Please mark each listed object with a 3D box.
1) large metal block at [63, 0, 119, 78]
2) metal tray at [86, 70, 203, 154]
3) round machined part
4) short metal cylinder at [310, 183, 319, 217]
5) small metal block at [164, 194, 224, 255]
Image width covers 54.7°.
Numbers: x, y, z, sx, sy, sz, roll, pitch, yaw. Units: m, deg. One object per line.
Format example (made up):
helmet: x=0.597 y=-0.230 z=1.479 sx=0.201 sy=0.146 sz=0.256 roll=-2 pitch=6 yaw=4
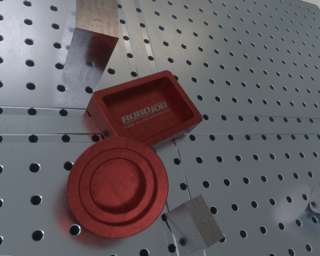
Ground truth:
large metal block: x=-0.091 y=-0.124 z=0.399 sx=0.050 sy=0.080 sz=0.080 roll=8 pitch=59 yaw=-24
metal tray: x=-0.017 y=-0.020 z=0.407 sx=0.131 sy=0.030 sz=0.090 roll=-25 pitch=75 yaw=-37
round machined part: x=-0.044 y=0.059 z=0.321 sx=0.099 sy=0.042 sz=0.097 roll=1 pitch=84 yaw=-13
short metal cylinder: x=0.270 y=0.108 z=0.452 sx=0.050 sy=0.080 sz=0.080 roll=40 pitch=51 yaw=-1
small metal block: x=0.036 y=0.109 z=0.345 sx=0.025 sy=0.050 sz=0.050 roll=-17 pitch=71 yaw=-35
